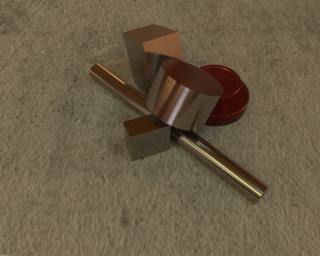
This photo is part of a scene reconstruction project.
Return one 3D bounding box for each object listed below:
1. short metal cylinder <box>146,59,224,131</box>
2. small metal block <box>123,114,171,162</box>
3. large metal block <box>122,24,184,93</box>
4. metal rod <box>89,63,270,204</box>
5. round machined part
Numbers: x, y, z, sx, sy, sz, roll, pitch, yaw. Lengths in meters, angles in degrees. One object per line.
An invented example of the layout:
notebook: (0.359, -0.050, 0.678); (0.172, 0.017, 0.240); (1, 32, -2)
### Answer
short metal cylinder: (0.029, -0.041, 0.375); (0.080, 0.050, 0.080); (19, 31, -12)
small metal block: (-0.016, 0.011, 0.380); (0.050, 0.050, 0.025); (-16, 52, -14)
large metal block: (-0.008, -0.095, 0.435); (0.050, 0.080, 0.080); (-22, 32, -16)
metal rod: (0.008, -0.007, 0.411); (0.300, 0.025, 0.025); (38, 59, 27)
round machined part: (0.077, -0.053, 0.438); (0.099, 0.042, 0.098); (0, 50, 0)
